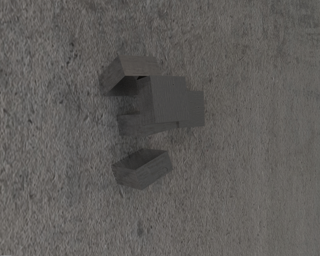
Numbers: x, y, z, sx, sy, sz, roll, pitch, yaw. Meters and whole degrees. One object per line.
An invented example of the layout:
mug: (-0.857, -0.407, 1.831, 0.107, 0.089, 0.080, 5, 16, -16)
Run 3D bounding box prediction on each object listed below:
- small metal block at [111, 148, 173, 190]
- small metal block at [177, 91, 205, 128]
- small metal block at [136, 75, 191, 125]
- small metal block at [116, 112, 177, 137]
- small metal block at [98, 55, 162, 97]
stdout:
small metal block: (-0.022, 0.047, 0.370, 0.050, 0.050, 0.025, -28, 108, -37)
small metal block: (0.036, -0.026, 0.434, 0.050, 0.025, 0.050, -4, 93, -40)
small metal block: (0.004, -0.031, 0.344, 0.050, 0.025, 0.050, -6, 88, -39)
small metal block: (-0.016, -0.008, 0.374, 0.050, 0.050, 0.025, -15, 100, -39)
small metal block: (-0.035, -0.059, 0.355, 0.050, 0.050, 0.025, -8, 74, -40)
